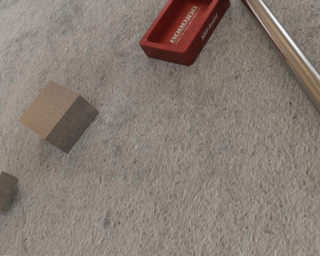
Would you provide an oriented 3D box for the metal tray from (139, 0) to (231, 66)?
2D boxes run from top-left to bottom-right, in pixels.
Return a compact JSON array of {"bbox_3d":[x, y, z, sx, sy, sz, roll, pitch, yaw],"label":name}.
[{"bbox_3d":[0.038,-0.162,0.478,0.090,0.030,0.130,22,73,35],"label":"metal tray"}]

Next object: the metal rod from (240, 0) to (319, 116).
[{"bbox_3d":[0.157,-0.097,0.380,0.025,0.025,0.299,-25,53,12],"label":"metal rod"}]

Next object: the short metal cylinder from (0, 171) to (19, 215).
[{"bbox_3d":[-0.253,0.090,0.443,0.080,0.080,0.050,-5,60,25],"label":"short metal cylinder"}]

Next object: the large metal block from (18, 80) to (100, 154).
[{"bbox_3d":[-0.156,-0.018,0.479,0.080,0.050,0.080,26,76,36],"label":"large metal block"}]
